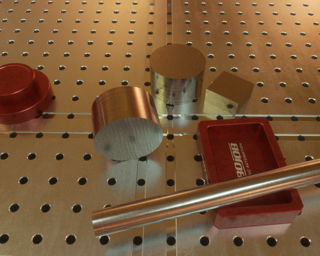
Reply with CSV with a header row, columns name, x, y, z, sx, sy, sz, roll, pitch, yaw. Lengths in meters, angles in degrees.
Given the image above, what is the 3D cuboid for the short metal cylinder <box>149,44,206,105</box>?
name,x,y,z,sx,sy,sz,roll,pitch,yaw
short metal cylinder,0.025,-0.080,0.459,0.081,0.050,0.080,0,50,0

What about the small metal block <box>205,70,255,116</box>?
name,x,y,z,sx,sy,sz,roll,pitch,yaw
small metal block,0.101,-0.052,0.452,0.050,0.025,0.050,30,56,22

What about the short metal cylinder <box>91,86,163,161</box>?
name,x,y,z,sx,sy,sz,roll,pitch,yaw
short metal cylinder,-0.041,-0.004,0.375,0.081,0.080,0.050,-9,51,-8

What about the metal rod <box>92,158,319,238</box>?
name,x,y,z,sx,sy,sz,roll,pitch,yaw
metal rod,0.085,0.062,0.316,0.302,0.025,0.025,-11,51,-9

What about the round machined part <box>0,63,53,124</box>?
name,x,y,z,sx,sy,sz,roll,pitch,yaw
round machined part,-0.208,-0.056,0.442,0.099,0.042,0.098,0,50,0

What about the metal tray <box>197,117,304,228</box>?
name,x,y,z,sx,sy,sz,roll,pitch,yaw
metal tray,0.098,0.047,0.365,0.091,0.030,0.130,-4,50,-3
